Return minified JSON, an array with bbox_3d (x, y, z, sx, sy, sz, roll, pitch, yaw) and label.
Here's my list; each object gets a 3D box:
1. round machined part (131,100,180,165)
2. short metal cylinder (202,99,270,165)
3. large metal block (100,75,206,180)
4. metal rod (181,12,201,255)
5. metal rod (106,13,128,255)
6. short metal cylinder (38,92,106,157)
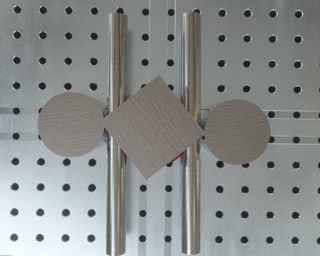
[{"bbox_3d":[-0.008,0.003,0.405,0.099,0.042,0.097,0,90,0],"label":"round machined part"},{"bbox_3d":[0.094,0.005,0.401,0.081,0.050,0.080,0,90,0],"label":"short metal cylinder"},{"bbox_3d":[-0.008,-0.001,0.353,0.080,0.050,0.080,-38,90,0],"label":"large metal block"},{"bbox_3d":[0.039,0.007,0.392,0.025,0.025,0.298,0,90,0],"label":"metal rod"},{"bbox_3d":[-0.055,0.008,0.392,0.025,0.025,0.298,0,90,0],"label":"metal rod"},{"bbox_3d":[-0.108,-0.004,0.400,0.081,0.050,0.080,0,90,0],"label":"short metal cylinder"}]
